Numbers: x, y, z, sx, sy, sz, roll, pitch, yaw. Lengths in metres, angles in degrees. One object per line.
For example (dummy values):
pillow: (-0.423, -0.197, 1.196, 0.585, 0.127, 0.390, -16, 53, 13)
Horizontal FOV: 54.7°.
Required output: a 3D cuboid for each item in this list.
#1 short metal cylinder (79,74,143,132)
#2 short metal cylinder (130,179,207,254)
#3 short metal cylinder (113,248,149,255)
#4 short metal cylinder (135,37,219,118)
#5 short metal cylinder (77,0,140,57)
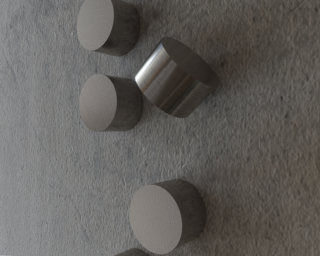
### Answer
short metal cylinder: (-0.071, -0.035, 0.445, 0.080, 0.050, 0.079, 0, 90, 39)
short metal cylinder: (0.009, 0.106, 0.379, 0.080, 0.050, 0.079, 0, 90, 39)
short metal cylinder: (-0.046, 0.213, 0.424, 0.080, 0.050, 0.079, 0, 90, 39)
short metal cylinder: (0.019, -0.057, 0.352, 0.050, 0.081, 0.080, -48, 62, 29)
short metal cylinder: (-0.075, -0.148, 0.448, 0.080, 0.050, 0.079, 0, 90, 39)
